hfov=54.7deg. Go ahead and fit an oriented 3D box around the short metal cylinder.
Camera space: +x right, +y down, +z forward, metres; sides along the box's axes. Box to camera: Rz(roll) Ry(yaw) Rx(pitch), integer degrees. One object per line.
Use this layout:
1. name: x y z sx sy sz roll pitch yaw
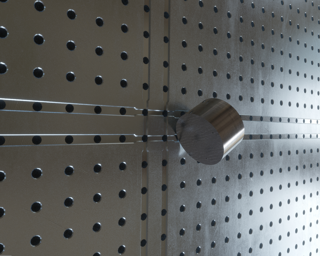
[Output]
1. short metal cylinder: 0.069 0.005 0.434 0.050 0.080 0.080 -35 112 -35
